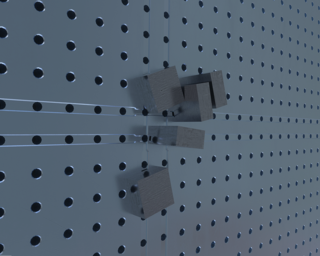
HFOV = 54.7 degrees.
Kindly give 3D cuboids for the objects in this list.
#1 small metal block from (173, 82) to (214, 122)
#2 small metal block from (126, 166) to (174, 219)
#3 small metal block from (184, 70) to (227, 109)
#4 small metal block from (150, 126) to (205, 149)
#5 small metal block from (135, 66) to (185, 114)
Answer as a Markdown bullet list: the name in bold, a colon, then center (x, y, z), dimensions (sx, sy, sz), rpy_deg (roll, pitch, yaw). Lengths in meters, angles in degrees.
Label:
- **small metal block**: center (0.044, -0.035, 0.432), dimensions (0.025, 0.050, 0.050), rpy_deg (-15, 100, -40)
- **small metal block**: center (-0.012, 0.082, 0.401), dimensions (0.050, 0.025, 0.050), rpy_deg (-18, 102, -39)
- **small metal block**: center (0.066, -0.054, 0.451), dimensions (0.025, 0.050, 0.050), rpy_deg (-20, 103, -39)
- **small metal block**: center (0.024, 0.013, 0.415), dimensions (0.050, 0.050, 0.025), rpy_deg (9, 84, -40)
- **small metal block**: center (0.001, -0.051, 0.412), dimensions (0.050, 0.025, 0.050), rpy_deg (-27, 107, -37)
